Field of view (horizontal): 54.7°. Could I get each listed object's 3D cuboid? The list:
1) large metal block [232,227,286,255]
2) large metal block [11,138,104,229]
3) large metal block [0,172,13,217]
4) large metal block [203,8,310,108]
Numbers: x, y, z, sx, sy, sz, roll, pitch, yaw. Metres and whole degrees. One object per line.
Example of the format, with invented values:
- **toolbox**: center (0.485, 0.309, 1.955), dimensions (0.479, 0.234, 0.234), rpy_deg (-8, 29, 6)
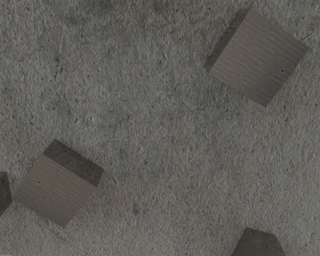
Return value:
- **large metal block**: center (0.145, 0.210, 0.459), dimensions (0.050, 0.080, 0.079), rpy_deg (18, 109, -7)
- **large metal block**: center (-0.137, 0.075, 0.423), dimensions (0.080, 0.050, 0.080), rpy_deg (36, 106, -12)
- **large metal block**: center (-0.260, 0.100, 0.415), dimensions (0.081, 0.080, 0.050), rpy_deg (-1, 110, 0)
- **large metal block**: center (0.109, -0.083, 0.367), dimensions (0.080, 0.050, 0.080), rpy_deg (29, 107, -10)
